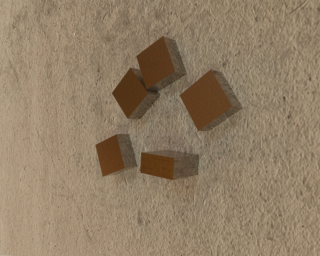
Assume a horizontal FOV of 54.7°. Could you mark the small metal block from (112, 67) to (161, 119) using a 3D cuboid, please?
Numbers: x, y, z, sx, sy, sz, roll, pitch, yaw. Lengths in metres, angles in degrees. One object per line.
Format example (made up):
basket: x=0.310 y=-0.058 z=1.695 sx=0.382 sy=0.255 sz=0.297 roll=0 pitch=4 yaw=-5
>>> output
small metal block: x=-0.034 y=-0.048 z=0.433 sx=0.050 sy=0.025 sz=0.050 roll=-48 pitch=62 yaw=29

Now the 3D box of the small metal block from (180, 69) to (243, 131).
small metal block: x=0.058 y=-0.031 z=0.357 sx=0.050 sy=0.025 sz=0.050 roll=-39 pitch=67 yaw=33

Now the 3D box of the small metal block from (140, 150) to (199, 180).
small metal block: x=0.012 y=0.044 z=0.379 sx=0.050 sy=0.050 sz=0.025 roll=6 pitch=94 yaw=40

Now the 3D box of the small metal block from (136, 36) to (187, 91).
small metal block: x=0.001 y=-0.082 z=0.404 sx=0.050 sy=0.025 sz=0.050 roll=-27 pitch=73 yaw=36

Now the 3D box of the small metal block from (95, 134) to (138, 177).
small metal block: x=-0.065 y=0.041 z=0.459 sx=0.050 sy=0.025 sz=0.050 roll=-25 pitch=74 yaw=37
